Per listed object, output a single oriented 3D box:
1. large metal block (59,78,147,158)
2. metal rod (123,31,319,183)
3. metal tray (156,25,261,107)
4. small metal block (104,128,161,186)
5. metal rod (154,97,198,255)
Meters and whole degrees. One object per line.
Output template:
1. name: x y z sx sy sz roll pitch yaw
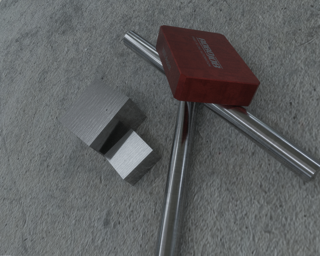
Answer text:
1. large metal block: -0.081 -0.013 0.436 0.080 0.050 0.080 32 79 37
2. metal rod: 0.054 -0.043 0.374 0.025 0.025 0.300 -46 60 -4
3. metal tray: 0.051 -0.078 0.372 0.091 0.030 0.130 3 39 -15
4. small metal block: -0.036 0.037 0.398 0.050 0.025 0.050 -45 51 -3
5. metal rod: 0.025 0.034 0.368 0.025 0.025 0.299 -4 60 26
